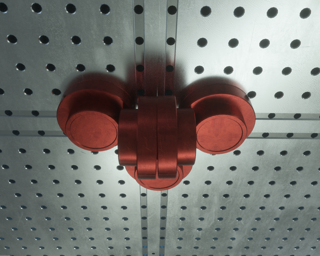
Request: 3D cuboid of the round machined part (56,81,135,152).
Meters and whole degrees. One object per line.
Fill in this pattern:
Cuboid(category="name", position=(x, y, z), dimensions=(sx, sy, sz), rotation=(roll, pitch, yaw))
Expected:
Cuboid(category="round machined part", position=(-0.081, -0.008, 0.392), dimensions=(0.099, 0.042, 0.097), rotation=(-1, 130, 0))

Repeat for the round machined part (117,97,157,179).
Cuboid(category="round machined part", position=(-0.025, 0.011, 0.365), dimensions=(0.042, 0.098, 0.097), rotation=(1, 130, -1))

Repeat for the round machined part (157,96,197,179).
Cuboid(category="round machined part", position=(0.019, 0.010, 0.366), dimensions=(0.042, 0.098, 0.097), rotation=(-1, 130, 0))

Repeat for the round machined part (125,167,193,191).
Cuboid(category="round machined part", position=(-0.002, 0.053, 0.446), dimensions=(0.099, 0.042, 0.097), rotation=(-1, 130, 0))

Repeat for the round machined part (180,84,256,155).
Cuboid(category="round machined part", position=(0.073, -0.004, 0.397), dimensions=(0.099, 0.042, 0.097), rotation=(-1, 130, 0))
